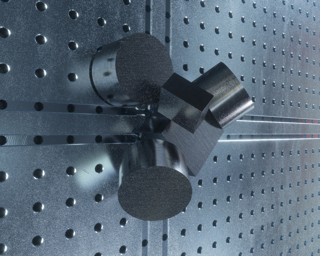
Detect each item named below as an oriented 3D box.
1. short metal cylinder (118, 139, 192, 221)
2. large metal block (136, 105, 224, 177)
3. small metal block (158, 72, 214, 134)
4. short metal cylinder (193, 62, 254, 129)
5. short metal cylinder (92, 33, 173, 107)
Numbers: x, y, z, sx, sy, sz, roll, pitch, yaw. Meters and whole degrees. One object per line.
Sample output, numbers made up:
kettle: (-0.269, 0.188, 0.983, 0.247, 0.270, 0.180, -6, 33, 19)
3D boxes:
short metal cylinder: (-0.007, 0.060, 0.356, 0.081, 0.050, 0.079, -2, 121, -4)
large metal block: (0.029, 0.005, 0.410, 0.080, 0.050, 0.080, 52, 60, -28)
small metal block: (0.027, -0.027, 0.347, 0.050, 0.050, 0.025, 33, 64, 12)
short metal cylinder: (0.086, -0.045, 0.432, 0.050, 0.080, 0.080, -35, 118, 8)
short metal cylinder: (-0.031, -0.066, 0.363, 0.081, 0.050, 0.079, 0, 90, -40)
